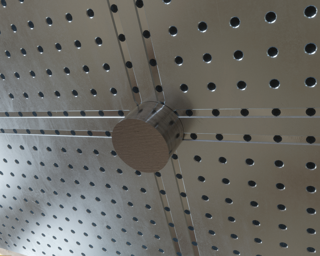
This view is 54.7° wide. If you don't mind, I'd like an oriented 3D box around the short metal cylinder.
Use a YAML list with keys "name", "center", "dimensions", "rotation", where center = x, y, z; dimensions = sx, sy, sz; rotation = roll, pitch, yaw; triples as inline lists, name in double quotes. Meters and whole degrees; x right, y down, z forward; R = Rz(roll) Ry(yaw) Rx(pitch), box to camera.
- name: "short metal cylinder"
  center: [-0.016, 0.012, 0.408]
  dimensions: [0.080, 0.050, 0.079]
  rotation: [13, 124, 20]
